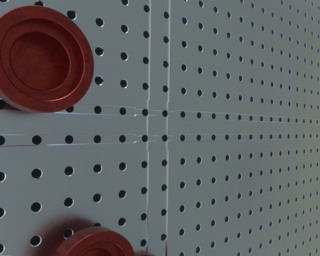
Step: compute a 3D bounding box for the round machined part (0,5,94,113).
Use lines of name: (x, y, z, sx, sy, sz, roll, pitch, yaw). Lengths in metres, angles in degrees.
round machined part: (-0.118, -0.063, 0.300, 0.099, 0.042, 0.097, 0, 90, -40)

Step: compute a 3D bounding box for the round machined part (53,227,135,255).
round machined part: (-0.078, 0.156, 0.335, 0.099, 0.042, 0.097, 0, 90, -40)
